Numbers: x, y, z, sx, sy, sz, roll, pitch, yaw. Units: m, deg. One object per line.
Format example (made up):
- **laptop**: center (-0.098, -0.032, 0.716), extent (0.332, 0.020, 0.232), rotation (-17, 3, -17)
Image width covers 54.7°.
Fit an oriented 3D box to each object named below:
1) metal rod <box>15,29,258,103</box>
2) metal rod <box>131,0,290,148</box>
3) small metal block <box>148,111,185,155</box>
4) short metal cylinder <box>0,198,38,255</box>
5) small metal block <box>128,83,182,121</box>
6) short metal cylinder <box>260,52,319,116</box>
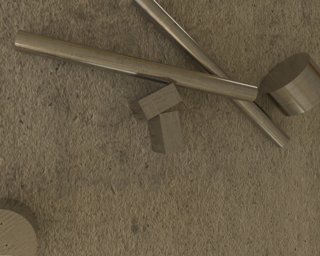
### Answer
- **metal rod**: center (-0.017, -0.073, 0.388), extent (0.302, 0.025, 0.025), rotation (10, 87, -15)
- **metal rod**: center (0.080, -0.075, 0.438), extent (0.300, 0.025, 0.025), rotation (41, 77, -16)
- **small metal block**: center (0.006, 0.005, 0.398), extent (0.025, 0.050, 0.050), rotation (-11, 94, -20)
- **short metal cylinder**: center (-0.174, 0.120, 0.332), extent (0.081, 0.050, 0.079), rotation (0, 90, -20)
- **small metal block**: center (-0.008, -0.032, 0.393), extent (0.050, 0.050, 0.025), rotation (-30, 100, -17)
- **short metal cylinder**: center (0.195, -0.063, 0.452), extent (0.050, 0.080, 0.080), rotation (43, 77, -15)
